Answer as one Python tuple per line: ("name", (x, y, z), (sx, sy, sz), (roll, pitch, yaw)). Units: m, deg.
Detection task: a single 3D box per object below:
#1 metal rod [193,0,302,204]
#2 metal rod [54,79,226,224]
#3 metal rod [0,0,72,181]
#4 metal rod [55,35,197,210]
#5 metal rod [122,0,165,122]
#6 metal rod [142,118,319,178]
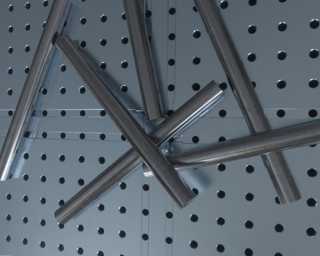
("metal rod", (0.098, -0.055, 0.378), (0.025, 0.025, 0.299), (-24, 82, 18))
("metal rod", (-0.037, 0.041, 0.426), (0.300, 0.025, 0.025), (-40, 78, 15))
("metal rod", (-0.202, -0.057, 0.484), (0.025, 0.025, 0.299), (25, 98, 18))
("metal rod", (-0.056, -0.021, 0.412), (0.025, 0.025, 0.300), (-45, 69, 14))
("metal rod", (-0.035, -0.157, 0.425), (0.025, 0.025, 0.299), (-13, 86, 19))
("metal rod", (0.109, 0.018, 0.347), (0.300, 0.025, 0.025), (-16, 85, 29))
